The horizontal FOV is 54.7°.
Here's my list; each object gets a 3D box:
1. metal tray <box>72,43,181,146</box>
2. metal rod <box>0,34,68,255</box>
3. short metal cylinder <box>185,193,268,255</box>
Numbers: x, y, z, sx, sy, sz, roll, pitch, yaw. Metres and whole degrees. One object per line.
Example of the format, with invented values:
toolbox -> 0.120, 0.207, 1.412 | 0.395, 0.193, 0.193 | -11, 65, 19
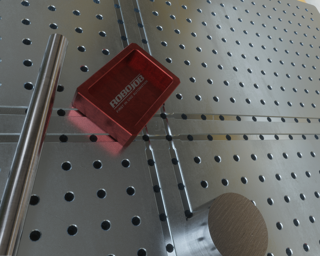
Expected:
metal tray -> -0.040, -0.050, 0.414 | 0.090, 0.030, 0.131 | 39, 51, -2
metal rod -> -0.135, 0.013, 0.327 | 0.025, 0.025, 0.299 | 15, 56, -21
short metal cylinder -> 0.077, 0.122, 0.361 | 0.081, 0.050, 0.080 | 14, 56, -21
